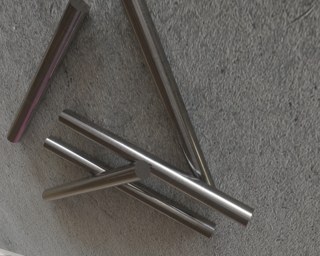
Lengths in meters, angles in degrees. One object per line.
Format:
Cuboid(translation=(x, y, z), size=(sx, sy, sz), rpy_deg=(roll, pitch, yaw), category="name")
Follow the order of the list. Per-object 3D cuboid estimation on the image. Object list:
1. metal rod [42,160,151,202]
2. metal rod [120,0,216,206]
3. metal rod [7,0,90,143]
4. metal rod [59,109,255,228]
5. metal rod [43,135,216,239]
Cuboid(translation=(-0.120, 0.092, 0.497), size=(0.299, 0.025, 0.025), rpy_deg=(-22, 107, 45), category="metal rod")
Cuboid(translation=(0.017, -0.029, 0.380), size=(0.025, 0.025, 0.299), rpy_deg=(-10, 114, 32), category="metal rod")
Cuboid(translation=(-0.178, -0.065, 0.460), size=(0.025, 0.025, 0.299), rpy_deg=(44, 129, -2), category="metal rod")
Cuboid(translation=(-0.019, 0.045, 0.422), size=(0.301, 0.025, 0.025), rpy_deg=(27, 128, 20), category="metal rod")
Cuboid(translation=(-0.054, 0.089, 0.490), size=(0.301, 0.025, 0.025), rpy_deg=(26, 128, 11), category="metal rod")
